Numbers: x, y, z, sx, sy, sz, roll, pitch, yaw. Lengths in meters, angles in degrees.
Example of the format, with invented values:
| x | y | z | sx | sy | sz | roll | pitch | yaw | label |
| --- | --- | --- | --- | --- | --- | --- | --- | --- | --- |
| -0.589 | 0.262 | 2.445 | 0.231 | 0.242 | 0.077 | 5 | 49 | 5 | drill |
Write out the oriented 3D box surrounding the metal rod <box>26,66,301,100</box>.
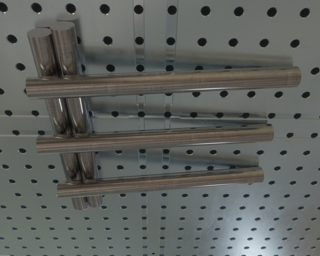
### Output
| x | y | z | sx | sy | sz | roll | pitch | yaw | label |
| --- | --- | --- | --- | --- | --- | --- | --- | --- | --- |
| 0.009 | -0.052 | 0.349 | 0.302 | 0.025 | 0.025 | -3 | 130 | -6 | metal rod |

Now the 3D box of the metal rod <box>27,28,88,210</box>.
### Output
| x | y | z | sx | sy | sz | roll | pitch | yaw | label |
| --- | --- | --- | --- | --- | --- | --- | --- | --- | --- |
| -0.129 | 0.013 | 0.420 | 0.025 | 0.025 | 0.298 | 1 | 130 | -1 | metal rod |

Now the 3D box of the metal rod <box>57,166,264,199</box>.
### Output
| x | y | z | sx | sy | sz | roll | pitch | yaw | label |
| --- | --- | --- | --- | --- | --- | --- | --- | --- | --- |
| 0.005 | 0.080 | 0.461 | 0.302 | 0.025 | 0.025 | -3 | 131 | -6 | metal rod |

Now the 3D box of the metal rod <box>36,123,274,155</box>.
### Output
| x | y | z | sx | sy | sz | roll | pitch | yaw | label |
| --- | --- | --- | --- | --- | --- | --- | --- | --- | --- |
| -0.001 | 0.014 | 0.403 | 0.302 | 0.025 | 0.025 | -3 | 131 | -6 | metal rod |

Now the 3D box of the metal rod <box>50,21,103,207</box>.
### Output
| x | y | z | sx | sy | sz | roll | pitch | yaw | label |
| --- | --- | --- | --- | --- | --- | --- | --- | --- | --- |
| -0.104 | 0.008 | 0.416 | 0.025 | 0.025 | 0.298 | 1 | 130 | -1 | metal rod |
